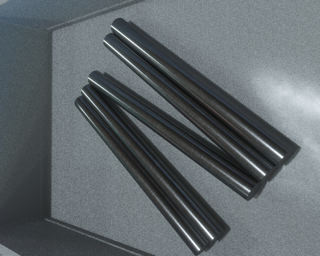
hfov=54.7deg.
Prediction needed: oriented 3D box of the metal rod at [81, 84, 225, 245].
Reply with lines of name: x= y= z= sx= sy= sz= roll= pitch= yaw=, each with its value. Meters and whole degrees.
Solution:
metal rod: x=-0.026 y=0.032 z=0.427 sx=0.300 sy=0.025 sz=0.025 roll=46 pitch=117 yaw=30

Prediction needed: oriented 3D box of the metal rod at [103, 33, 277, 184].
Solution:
metal rod: x=0.018 y=-0.042 z=0.390 sx=0.300 sy=0.025 sz=0.025 roll=44 pitch=117 yaw=31

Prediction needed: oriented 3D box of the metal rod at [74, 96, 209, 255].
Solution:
metal rod: x=-0.040 y=0.049 z=0.438 sx=0.300 sy=0.025 sz=0.025 roll=46 pitch=117 yaw=30

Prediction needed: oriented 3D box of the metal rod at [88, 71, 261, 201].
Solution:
metal rod: x=-0.002 y=-0.007 z=0.407 sx=0.300 sy=0.025 sz=0.025 roll=36 pitch=112 yaw=34

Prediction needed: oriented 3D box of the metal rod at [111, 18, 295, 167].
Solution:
metal rod: x=0.031 y=-0.061 z=0.380 sx=0.300 sy=0.025 sz=0.025 roll=44 pitch=117 yaw=31
